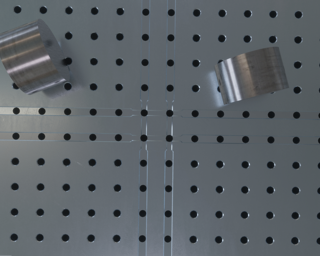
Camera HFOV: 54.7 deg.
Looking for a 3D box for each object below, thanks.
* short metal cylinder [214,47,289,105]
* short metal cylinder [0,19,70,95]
[{"bbox_3d":[0.113,-0.063,0.387,0.080,0.080,0.050,-15,90,0],"label":"short metal cylinder"},{"bbox_3d":[-0.154,-0.087,0.384,0.050,0.080,0.080,-21,90,0],"label":"short metal cylinder"}]
